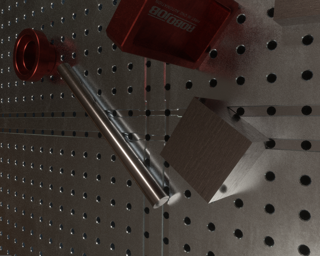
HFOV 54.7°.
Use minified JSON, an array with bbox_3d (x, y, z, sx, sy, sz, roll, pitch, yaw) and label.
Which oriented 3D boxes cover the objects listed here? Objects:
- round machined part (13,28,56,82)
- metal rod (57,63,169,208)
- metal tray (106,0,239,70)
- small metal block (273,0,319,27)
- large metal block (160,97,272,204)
[{"bbox_3d":[-0.236,-0.136,0.589,0.098,0.042,0.097,0,90,39],"label":"round machined part"},{"bbox_3d":[-0.084,-0.004,0.475,0.300,0.025,0.025,50,119,28],"label":"metal rod"},{"bbox_3d":[0.018,-0.115,0.324,0.030,0.131,0.089,49,119,28],"label":"metal tray"},{"bbox_3d":[0.139,-0.128,0.294,0.050,0.025,0.050,7,94,39],"label":"small metal block"},{"bbox_3d":[0.059,0.022,0.343,0.080,0.050,0.080,43,116,31],"label":"large metal block"}]
